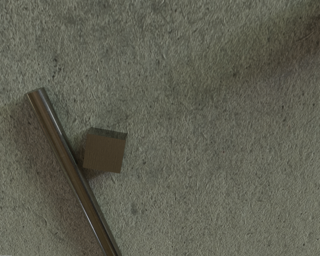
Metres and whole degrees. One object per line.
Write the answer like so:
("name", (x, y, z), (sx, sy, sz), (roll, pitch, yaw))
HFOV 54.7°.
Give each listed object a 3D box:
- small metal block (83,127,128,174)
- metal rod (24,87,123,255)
("small metal block", (-0.074, 0.030, 0.420), (0.050, 0.025, 0.050), (10, 110, -5))
("metal rod", (-0.112, 0.086, 0.439), (0.025, 0.025, 0.298), (-17, 110, 6))
